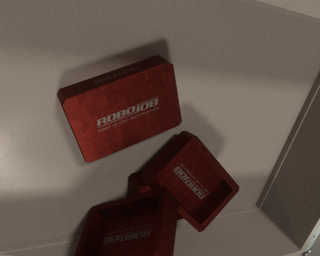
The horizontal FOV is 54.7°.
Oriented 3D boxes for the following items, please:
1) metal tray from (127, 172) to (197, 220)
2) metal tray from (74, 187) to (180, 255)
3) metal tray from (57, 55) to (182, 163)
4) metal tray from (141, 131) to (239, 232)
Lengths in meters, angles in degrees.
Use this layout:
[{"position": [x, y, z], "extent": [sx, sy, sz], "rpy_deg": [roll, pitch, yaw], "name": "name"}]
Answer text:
[{"position": [0.016, 0.103, 0.479], "extent": [0.131, 0.030, 0.089], "rpy_deg": [-8, 122, -25], "name": "metal tray"}, {"position": [-0.043, 0.132, 0.387], "extent": [0.130, 0.090, 0.030], "rpy_deg": [-21, 125, 27], "name": "metal tray"}, {"position": [-0.042, -0.023, 0.369], "extent": [0.131, 0.030, 0.089], "rpy_deg": [-23, 127, -15], "name": "metal tray"}, {"position": [0.047, 0.078, 0.440], "extent": [0.090, 0.030, 0.130], "rpy_deg": [-46, 120, -7], "name": "metal tray"}]
